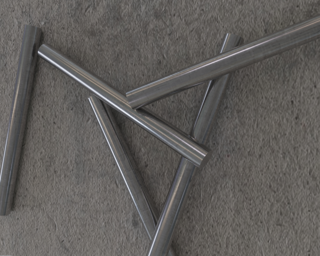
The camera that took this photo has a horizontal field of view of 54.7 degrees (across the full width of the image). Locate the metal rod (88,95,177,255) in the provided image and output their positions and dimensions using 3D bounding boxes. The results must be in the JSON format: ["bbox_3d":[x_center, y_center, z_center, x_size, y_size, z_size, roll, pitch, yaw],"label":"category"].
[{"bbox_3d":[-0.028,0.090,0.418,0.025,0.025,0.299,-28,81,18],"label":"metal rod"}]

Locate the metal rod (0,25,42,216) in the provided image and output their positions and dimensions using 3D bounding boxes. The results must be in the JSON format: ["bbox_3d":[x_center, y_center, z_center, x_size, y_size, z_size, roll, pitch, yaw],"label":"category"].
[{"bbox_3d":[-0.224,-0.010,0.488,0.025,0.025,0.298,13,94,19],"label":"metal rod"}]

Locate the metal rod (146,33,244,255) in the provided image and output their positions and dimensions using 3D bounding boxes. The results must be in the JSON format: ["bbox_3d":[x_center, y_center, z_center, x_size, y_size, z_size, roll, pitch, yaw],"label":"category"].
[{"bbox_3d":[0.040,0.031,0.380,0.025,0.025,0.299,20,91,19],"label":"metal rod"}]

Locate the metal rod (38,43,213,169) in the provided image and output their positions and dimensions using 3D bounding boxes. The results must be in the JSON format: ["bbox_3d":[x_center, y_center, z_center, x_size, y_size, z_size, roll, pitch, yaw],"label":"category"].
[{"bbox_3d":[-0.061,-0.041,0.408,0.300,0.025,0.025,34,101,25],"label":"metal rod"}]

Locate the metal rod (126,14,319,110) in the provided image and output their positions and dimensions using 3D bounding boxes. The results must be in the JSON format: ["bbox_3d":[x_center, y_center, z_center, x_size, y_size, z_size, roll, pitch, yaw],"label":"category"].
[{"bbox_3d":[0.104,-0.085,0.347,0.301,0.025,0.025,-20,83,9],"label":"metal rod"}]
